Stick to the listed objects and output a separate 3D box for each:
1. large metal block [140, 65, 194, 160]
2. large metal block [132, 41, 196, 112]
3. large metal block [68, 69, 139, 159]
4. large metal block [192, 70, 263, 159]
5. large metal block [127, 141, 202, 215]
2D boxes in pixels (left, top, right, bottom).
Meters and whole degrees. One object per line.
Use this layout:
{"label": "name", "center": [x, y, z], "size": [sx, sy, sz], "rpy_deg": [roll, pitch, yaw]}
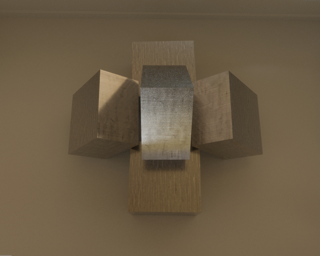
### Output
{"label": "large metal block", "center": [0.006, -0.020, 0.344], "size": [0.050, 0.079, 0.080], "rpy_deg": [0, 26, -1]}
{"label": "large metal block", "center": [0.005, -0.068, 0.417], "size": [0.081, 0.050, 0.080], "rpy_deg": [-1, 70, -1]}
{"label": "large metal block", "center": [-0.069, -0.012, 0.375], "size": [0.050, 0.080, 0.080], "rpy_deg": [13, 66, -35]}
{"label": "large metal block", "center": [0.081, -0.011, 0.376], "size": [0.050, 0.080, 0.080], "rpy_deg": [-14, 66, 36]}
{"label": "large metal block", "center": [0.006, 0.062, 0.372], "size": [0.080, 0.050, 0.080], "rpy_deg": [1, 70, 0]}
